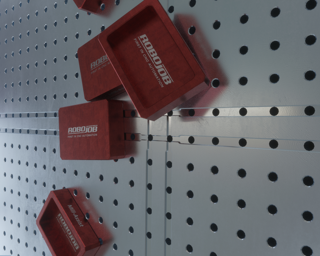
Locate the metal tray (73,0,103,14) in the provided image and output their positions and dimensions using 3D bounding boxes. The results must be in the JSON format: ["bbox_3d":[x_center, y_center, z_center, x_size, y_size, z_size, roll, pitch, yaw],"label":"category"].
[{"bbox_3d":[-0.104,-0.263,0.493,0.129,0.030,0.090,-48,62,29],"label":"metal tray"}]

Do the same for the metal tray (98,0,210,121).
[{"bbox_3d":[-0.010,-0.085,0.385,0.090,0.030,0.130,-32,76,13],"label":"metal tray"}]

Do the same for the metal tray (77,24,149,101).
[{"bbox_3d":[-0.068,-0.100,0.464,0.130,0.030,0.090,-18,78,38],"label":"metal tray"}]

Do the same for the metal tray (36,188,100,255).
[{"bbox_3d":[-0.165,0.183,0.544,0.130,0.030,0.090,47,118,30],"label":"metal tray"}]

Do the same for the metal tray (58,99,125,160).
[{"bbox_3d":[-0.114,0.006,0.502,0.130,0.030,0.090,-5,87,40],"label":"metal tray"}]
